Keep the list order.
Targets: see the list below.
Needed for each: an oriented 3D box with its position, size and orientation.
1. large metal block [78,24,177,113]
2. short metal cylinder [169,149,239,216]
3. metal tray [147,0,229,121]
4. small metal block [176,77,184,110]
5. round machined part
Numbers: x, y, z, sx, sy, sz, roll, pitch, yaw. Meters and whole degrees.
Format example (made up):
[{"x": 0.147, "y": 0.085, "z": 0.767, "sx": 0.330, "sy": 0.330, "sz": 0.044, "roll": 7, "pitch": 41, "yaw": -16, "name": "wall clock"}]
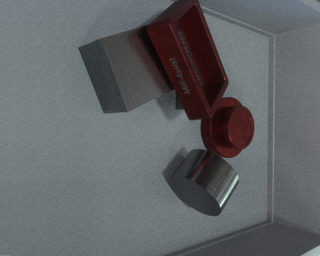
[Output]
[{"x": -0.035, "y": -0.070, "z": 0.362, "sx": 0.081, "sy": 0.050, "sz": 0.080, "roll": -30, "pitch": 109, "yaw": -36, "name": "large metal block"}, {"x": 0.060, "y": 0.074, "z": 0.423, "sx": 0.050, "sy": 0.080, "sz": 0.080, "roll": -50, "pitch": 120, "yaw": -29, "name": "short metal cylinder"}, {"x": 0.041, "y": -0.086, "z": 0.385, "sx": 0.130, "sy": 0.030, "sz": 0.090, "roll": 62, "pitch": 39, "yaw": -27, "name": "metal tray"}, {"x": 0.050, "y": -0.051, "z": 0.451, "sx": 0.050, "sy": 0.025, "sz": 0.050, "roll": 0, "pitch": 90, "yaw": -40, "name": "small metal block"}, {"x": 0.114, "y": -0.001, "z": 0.494, "sx": 0.099, "sy": 0.042, "sz": 0.097, "roll": 0, "pitch": 90, "yaw": -40, "name": "round machined part"}]
